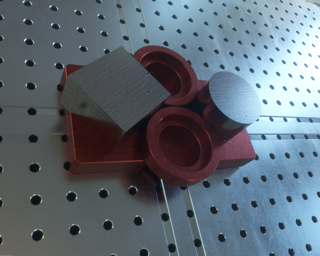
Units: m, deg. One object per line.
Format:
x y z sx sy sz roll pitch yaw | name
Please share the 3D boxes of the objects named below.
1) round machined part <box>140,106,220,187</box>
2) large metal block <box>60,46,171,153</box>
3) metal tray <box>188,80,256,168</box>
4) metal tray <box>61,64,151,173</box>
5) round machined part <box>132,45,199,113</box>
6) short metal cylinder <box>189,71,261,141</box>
0.021 0.025 0.381 0.099 0.042 0.098 14 56 -21 | round machined part
-0.049 -0.033 0.347 0.080 0.050 0.080 45 51 3 | large metal block
0.076 -0.008 0.448 0.091 0.030 0.130 1 61 -28 | metal tray
-0.067 -0.013 0.376 0.091 0.030 0.130 1 61 -29 | metal tray
0.000 -0.061 0.423 0.099 0.042 0.098 14 56 -21 | round machined part
0.087 -0.029 0.417 0.081 0.050 0.080 14 56 -21 | short metal cylinder
